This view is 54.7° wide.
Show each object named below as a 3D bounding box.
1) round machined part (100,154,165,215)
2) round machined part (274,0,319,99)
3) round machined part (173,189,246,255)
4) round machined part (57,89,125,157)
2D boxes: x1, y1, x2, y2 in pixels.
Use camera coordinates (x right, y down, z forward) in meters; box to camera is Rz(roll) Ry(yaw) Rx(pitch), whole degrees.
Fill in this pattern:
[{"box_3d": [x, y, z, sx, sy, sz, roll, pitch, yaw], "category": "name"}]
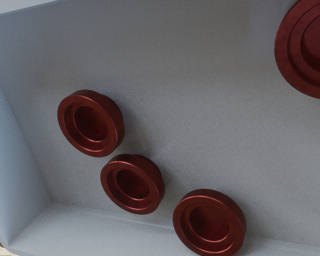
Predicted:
[{"box_3d": [-0.037, 0.079, 0.466, 0.098, 0.042, 0.097, 13, 124, 21], "category": "round machined part"}, {"box_3d": [0.154, -0.077, 0.269, 0.098, 0.042, 0.097, 13, 124, 21], "category": "round machined part"}, {"box_3d": [0.071, 0.128, 0.432, 0.098, 0.042, 0.097, 9, 112, 23], "category": "round machined part"}, {"box_3d": [-0.093, -0.010, 0.440, 0.098, 0.042, 0.097, 13, 124, 21], "category": "round machined part"}]
